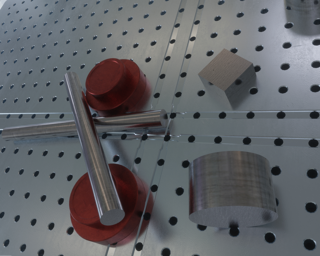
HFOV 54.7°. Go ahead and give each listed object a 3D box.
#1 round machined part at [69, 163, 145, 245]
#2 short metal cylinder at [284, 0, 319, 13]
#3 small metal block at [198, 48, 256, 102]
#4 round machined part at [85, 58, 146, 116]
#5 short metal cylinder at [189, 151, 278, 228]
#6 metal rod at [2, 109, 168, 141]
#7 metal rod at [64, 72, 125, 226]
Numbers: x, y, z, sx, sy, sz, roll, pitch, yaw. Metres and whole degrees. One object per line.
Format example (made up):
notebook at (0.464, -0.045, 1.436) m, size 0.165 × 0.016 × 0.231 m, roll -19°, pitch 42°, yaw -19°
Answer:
round machined part at (-0.071, 0.089, 0.381) m, size 0.098 × 0.042 × 0.098 m, roll -13°, pitch 56°, yaw 21°
short metal cylinder at (0.203, -0.201, 0.409) m, size 0.080 × 0.050 × 0.080 m, roll -13°, pitch 56°, yaw 21°
small metal block at (0.087, -0.070, 0.405) m, size 0.050 × 0.025 × 0.050 m, roll -45°, pitch 51°, yaw -3°
round machined part at (-0.075, -0.069, 0.479) m, size 0.098 × 0.042 × 0.098 m, roll -13°, pitch 56°, yaw 21°
short metal cylinder at (0.068, 0.062, 0.299) m, size 0.080 × 0.080 × 0.050 m, roll -11°, pitch 57°, yaw 22°
metal rod at (-0.130, -0.001, 0.477) m, size 0.300 × 0.025 × 0.025 m, roll -5°, pitch 60°, yaw 25°
metal rod at (-0.099, 0.002, 0.419) m, size 0.025 × 0.025 × 0.300 m, roll -36°, pitch 42°, yaw 4°
